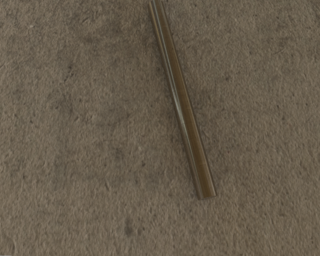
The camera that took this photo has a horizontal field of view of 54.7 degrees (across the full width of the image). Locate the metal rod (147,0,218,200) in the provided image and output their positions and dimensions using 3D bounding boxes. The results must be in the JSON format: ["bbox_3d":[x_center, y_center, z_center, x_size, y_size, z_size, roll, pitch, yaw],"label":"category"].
[{"bbox_3d":[0.026,-0.052,0.427,0.025,0.025,0.299,-12,71,-5],"label":"metal rod"}]
